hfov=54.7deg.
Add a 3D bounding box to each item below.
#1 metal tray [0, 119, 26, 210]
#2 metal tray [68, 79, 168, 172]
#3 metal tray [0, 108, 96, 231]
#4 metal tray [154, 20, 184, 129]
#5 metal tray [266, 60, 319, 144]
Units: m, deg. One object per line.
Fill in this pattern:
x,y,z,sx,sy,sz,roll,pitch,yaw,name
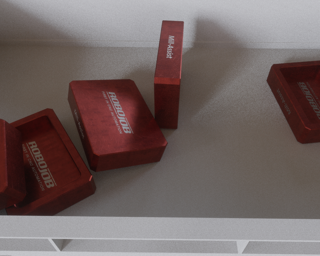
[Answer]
-0.211,0.055,0.325,0.131,0.030,0.090,-23,57,3,metal tray
-0.058,-0.010,0.394,0.091,0.030,0.130,-6,48,-27,metal tray
-0.145,0.041,0.365,0.091,0.030,0.130,-26,55,-21,metal tray
0.013,-0.074,0.425,0.030,0.090,0.130,4,50,3,metal tray
0.218,-0.041,0.437,0.091,0.030,0.130,-5,50,-5,metal tray
